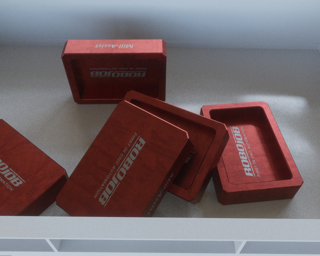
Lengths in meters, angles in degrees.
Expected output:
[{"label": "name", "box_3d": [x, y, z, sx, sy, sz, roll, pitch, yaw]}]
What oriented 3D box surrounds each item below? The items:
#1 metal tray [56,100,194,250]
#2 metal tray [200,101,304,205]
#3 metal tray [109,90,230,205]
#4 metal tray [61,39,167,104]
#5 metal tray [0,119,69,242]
[{"label": "metal tray", "box_3d": [-0.036, 0.046, 0.324, 0.090, 0.030, 0.130, 28, 80, 24]}, {"label": "metal tray", "box_3d": [0.105, 0.025, 0.381, 0.091, 0.030, 0.130, -4, 50, -4]}, {"label": "metal tray", "box_3d": [0.001, 0.019, 0.356, 0.130, 0.030, 0.090, 22, 78, 23]}, {"label": "metal tray", "box_3d": [-0.058, -0.075, 0.424, 0.131, 0.089, 0.030, -1, 50, -1]}, {"label": "metal tray", "box_3d": [-0.181, 0.053, 0.355, 0.130, 0.030, 0.090, 32, 56, 23]}]
